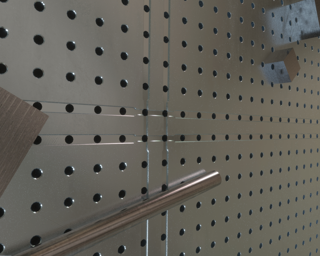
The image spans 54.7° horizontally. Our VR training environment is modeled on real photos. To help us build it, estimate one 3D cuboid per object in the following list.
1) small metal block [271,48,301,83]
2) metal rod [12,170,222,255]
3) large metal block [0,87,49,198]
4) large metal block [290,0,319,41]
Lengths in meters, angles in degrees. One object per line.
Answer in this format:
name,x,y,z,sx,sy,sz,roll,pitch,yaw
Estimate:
small metal block,0.256,-0.126,0.628,0.050,0.025,0.050,-48,119,-29
metal rod,-0.027,0.107,0.388,0.302,0.025,0.025,-14,99,-39
large metal block,-0.158,0.004,0.261,0.080,0.050,0.080,37,67,-34
large metal block,0.336,-0.246,0.678,0.081,0.050,0.080,-32,110,-36
